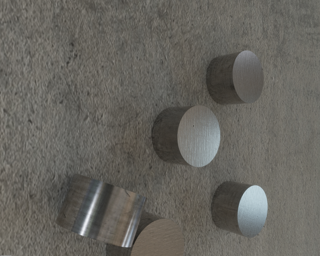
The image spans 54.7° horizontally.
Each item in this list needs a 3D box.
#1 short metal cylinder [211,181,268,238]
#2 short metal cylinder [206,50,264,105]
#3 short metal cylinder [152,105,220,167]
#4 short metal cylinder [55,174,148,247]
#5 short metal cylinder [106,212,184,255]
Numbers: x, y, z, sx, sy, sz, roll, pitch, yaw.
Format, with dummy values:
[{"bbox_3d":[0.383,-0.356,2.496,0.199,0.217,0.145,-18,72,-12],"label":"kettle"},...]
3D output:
[{"bbox_3d":[0.128,0.128,0.496,0.081,0.050,0.080,0,90,-40],"label":"short metal cylinder"},{"bbox_3d":[0.119,-0.077,0.487,0.081,0.050,0.080,0,90,-40],"label":"short metal cylinder"},{"bbox_3d":[0.036,0.010,0.418,0.081,0.050,0.080,0,90,-40],"label":"short metal cylinder"},{"bbox_3d":[-0.059,0.084,0.320,0.080,0.080,0.050,30,71,-36],"label":"short metal cylinder"},{"bbox_3d":[-0.017,0.145,0.374,0.081,0.050,0.080,0,90,-40],"label":"short metal cylinder"}]
